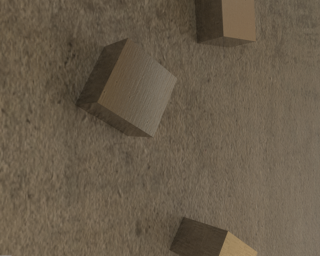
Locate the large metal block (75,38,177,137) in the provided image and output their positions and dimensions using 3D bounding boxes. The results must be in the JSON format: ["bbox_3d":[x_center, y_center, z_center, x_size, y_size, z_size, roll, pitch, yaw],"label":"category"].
[{"bbox_3d":[-0.037,-0.043,0.359,0.080,0.050,0.080,34,69,-35],"label":"large metal block"}]

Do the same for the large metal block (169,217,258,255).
[{"bbox_3d":[0.075,0.173,0.435,0.080,0.080,0.050,41,65,-33],"label":"large metal block"}]

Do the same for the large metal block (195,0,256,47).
[{"bbox_3d":[0.101,-0.172,0.475,0.081,0.050,0.079,-7,95,-40],"label":"large metal block"}]
